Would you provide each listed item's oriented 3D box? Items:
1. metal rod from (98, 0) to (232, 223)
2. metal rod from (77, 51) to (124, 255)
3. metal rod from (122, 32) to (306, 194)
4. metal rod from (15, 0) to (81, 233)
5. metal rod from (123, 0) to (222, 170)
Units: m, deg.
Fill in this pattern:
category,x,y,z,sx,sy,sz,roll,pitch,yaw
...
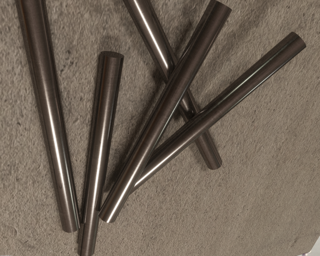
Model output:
category,x,y,z,sx,sy,sz,roll,pitch,yaw
metal rod,-0.003,-0.005,0.371,0.025,0.025,0.298,16,112,-35
metal rod,-0.080,0.052,0.396,0.025,0.025,0.298,-2,120,-28
metal rod,0.054,-0.007,0.398,0.299,0.025,0.025,-41,131,14
metal rod,-0.118,0.006,0.347,0.025,0.025,0.298,-13,124,-22
metal rod,0.027,-0.043,0.396,0.025,0.025,0.299,-35,129,-5
